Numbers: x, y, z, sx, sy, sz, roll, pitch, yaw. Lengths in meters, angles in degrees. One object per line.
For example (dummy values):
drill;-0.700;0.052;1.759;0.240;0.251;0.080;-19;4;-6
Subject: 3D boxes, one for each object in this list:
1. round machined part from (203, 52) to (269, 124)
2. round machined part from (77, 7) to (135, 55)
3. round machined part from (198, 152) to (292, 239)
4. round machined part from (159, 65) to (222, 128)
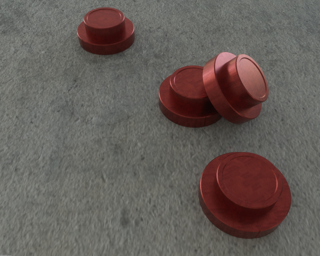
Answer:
round machined part;0.105;-0.058;0.408;0.099;0.042;0.098;20;57;-35
round machined part;-0.094;-0.173;0.536;0.099;0.042;0.098;0;50;0
round machined part;0.093;0.065;0.339;0.099;0.042;0.098;0;50;0
round machined part;0.048;-0.051;0.435;0.099;0.042;0.098;0;50;0
